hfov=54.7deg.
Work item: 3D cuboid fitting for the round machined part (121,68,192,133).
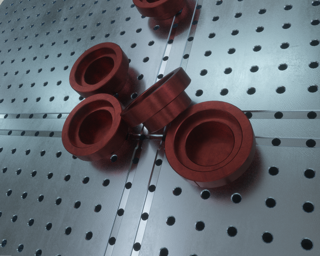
[{"bbox_3d":[0.001,-0.031,0.394,0.098,0.042,0.098,-37,11,9],"label":"round machined part"}]

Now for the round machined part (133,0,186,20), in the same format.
[{"bbox_3d":[0.006,-0.226,0.531,0.098,0.042,0.098,-13,56,20],"label":"round machined part"}]

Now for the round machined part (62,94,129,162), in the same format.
[{"bbox_3d":[-0.086,0.003,0.439,0.098,0.042,0.098,-13,56,20],"label":"round machined part"}]

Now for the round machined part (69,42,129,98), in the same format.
[{"bbox_3d":[-0.092,-0.086,0.497,0.098,0.042,0.098,-13,56,20],"label":"round machined part"}]

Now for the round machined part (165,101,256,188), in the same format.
[{"bbox_3d":[0.058,0.021,0.352,0.098,0.042,0.098,-11,58,19],"label":"round machined part"}]
